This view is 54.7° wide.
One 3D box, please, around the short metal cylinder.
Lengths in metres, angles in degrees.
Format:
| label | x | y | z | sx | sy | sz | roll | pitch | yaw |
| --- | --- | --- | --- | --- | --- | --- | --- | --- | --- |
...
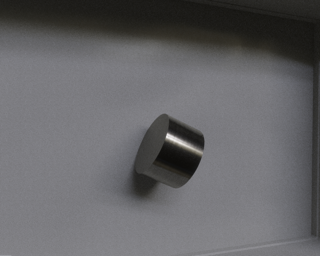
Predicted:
| label | x | y | z | sx | sy | sz | roll | pitch | yaw |
| --- | --- | --- | --- | --- | --- | --- | --- | --- | --- |
| short metal cylinder | 0.011 | 0.029 | 0.386 | 0.050 | 0.080 | 0.080 | 26 | 81 | -19 |
